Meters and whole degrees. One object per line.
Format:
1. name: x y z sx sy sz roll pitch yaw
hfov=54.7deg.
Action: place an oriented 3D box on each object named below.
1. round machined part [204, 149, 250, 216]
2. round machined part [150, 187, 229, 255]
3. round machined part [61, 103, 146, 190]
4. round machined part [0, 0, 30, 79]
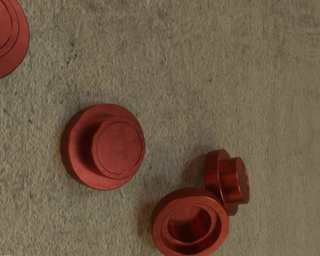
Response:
1. round machined part: 0.102 0.078 0.454 0.098 0.042 0.098 37 46 -53
2. round machined part: 0.036 0.120 0.404 0.099 0.042 0.097 -2 109 -7
3. round machined part: -0.055 0.021 0.347 0.099 0.042 0.097 0 90 -40
4. round machined part: -0.160 -0.086 0.259 0.099 0.042 0.097 0 90 -40
